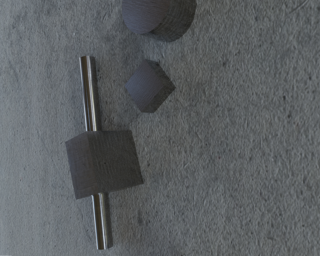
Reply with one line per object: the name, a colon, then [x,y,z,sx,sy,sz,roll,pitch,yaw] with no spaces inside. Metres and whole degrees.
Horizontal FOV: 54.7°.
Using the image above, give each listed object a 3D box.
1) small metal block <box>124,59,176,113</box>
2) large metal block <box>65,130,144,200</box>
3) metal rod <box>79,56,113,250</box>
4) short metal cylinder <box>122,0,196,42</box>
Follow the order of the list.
small metal block: [-0.014,-0.056,0.417,0.050,0.025,0.050,-47,62,29]
large metal block: [-0.077,0.049,0.432,0.050,0.081,0.080,-23,76,38]
metal rod: [-0.101,0.035,0.488,0.025,0.025,0.298,-11,83,39]
short metal cylinder: [-0.002,-0.153,0.390,0.080,0.050,0.079,0,90,40]
